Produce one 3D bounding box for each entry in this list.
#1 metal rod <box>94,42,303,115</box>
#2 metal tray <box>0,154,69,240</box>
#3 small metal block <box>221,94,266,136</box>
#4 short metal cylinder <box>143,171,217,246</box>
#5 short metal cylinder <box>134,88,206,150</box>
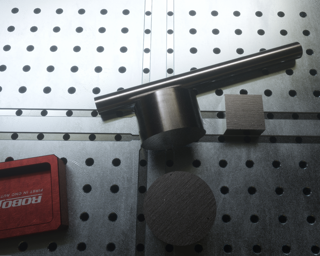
[{"bbox_3d":[0.058,-0.072,0.438,0.302,0.025,0.025,-16,71,-6],"label":"metal rod"},{"bbox_3d":[-0.183,0.087,0.375,0.131,0.030,0.090,-9,70,-4],"label":"metal tray"},{"bbox_3d":[0.111,-0.017,0.419,0.050,0.025,0.050,1,70,0],"label":"small metal block"},{"bbox_3d":[0.022,0.095,0.364,0.081,0.050,0.080,0,70,0],"label":"short metal cylinder"},{"bbox_3d":[0.012,-0.009,0.386,0.081,0.080,0.050,-11,71,-4],"label":"short metal cylinder"}]
